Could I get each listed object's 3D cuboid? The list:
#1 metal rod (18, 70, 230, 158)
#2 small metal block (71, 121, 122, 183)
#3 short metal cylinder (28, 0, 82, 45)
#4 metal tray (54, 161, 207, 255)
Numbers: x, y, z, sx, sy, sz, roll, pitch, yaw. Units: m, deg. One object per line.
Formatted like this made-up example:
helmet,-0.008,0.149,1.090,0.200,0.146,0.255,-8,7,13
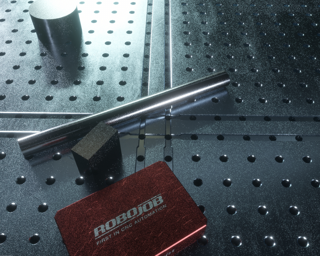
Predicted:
metal rod,-0.036,-0.025,0.428,0.302,0.025,0.025,-21,53,-17
small metal block,-0.073,0.029,0.366,0.025,0.050,0.050,27,55,21
short metal cylinder,-0.184,-0.193,0.551,0.081,0.050,0.080,0,50,0
metal tray,-0.029,0.099,0.321,0.131,0.030,0.090,-24,54,-20
